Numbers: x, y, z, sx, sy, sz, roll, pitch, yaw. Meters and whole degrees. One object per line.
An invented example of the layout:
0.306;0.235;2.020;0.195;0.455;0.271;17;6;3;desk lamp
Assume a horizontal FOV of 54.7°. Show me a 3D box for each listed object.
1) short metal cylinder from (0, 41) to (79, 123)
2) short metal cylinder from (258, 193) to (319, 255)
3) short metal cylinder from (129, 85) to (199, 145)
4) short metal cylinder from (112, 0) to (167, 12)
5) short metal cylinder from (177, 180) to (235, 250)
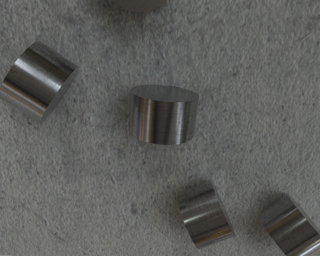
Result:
-0.138;-0.052;0.359;0.050;0.080;0.080;34;106;-12;short metal cylinder
0.185;0.139;0.434;0.050;0.080;0.080;-41;106;13;short metal cylinder
0.004;-0.019;0.374;0.081;0.080;0.050;5;110;-2;short metal cylinder
-0.022;-0.167;0.334;0.081;0.050;0.079;0;110;-1;short metal cylinder
0.063;0.118;0.425;0.050;0.080;0.080;-24;109;8;short metal cylinder
